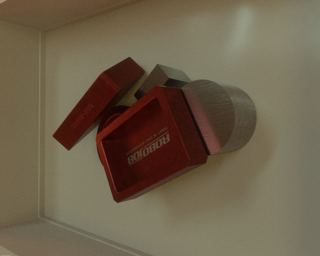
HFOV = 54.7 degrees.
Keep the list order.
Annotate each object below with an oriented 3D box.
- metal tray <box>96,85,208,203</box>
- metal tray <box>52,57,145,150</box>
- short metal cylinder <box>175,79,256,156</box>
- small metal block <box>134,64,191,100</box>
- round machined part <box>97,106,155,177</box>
[{"bbox_3d":[-0.017,0.022,0.351,0.130,0.030,0.090,-35,68,39],"label":"metal tray"},{"bbox_3d":[-0.084,-0.034,0.427,0.030,0.090,0.129,44,120,-5],"label":"metal tray"},{"bbox_3d":[0.057,-0.010,0.340,0.080,0.050,0.079,0,90,39],"label":"short metal cylinder"},{"bbox_3d":[0.005,-0.048,0.382,0.050,0.050,0.025,-50,61,27],"label":"small metal block"},{"bbox_3d":[-0.040,0.019,0.426,0.098,0.042,0.097,0,90,39],"label":"round machined part"}]
